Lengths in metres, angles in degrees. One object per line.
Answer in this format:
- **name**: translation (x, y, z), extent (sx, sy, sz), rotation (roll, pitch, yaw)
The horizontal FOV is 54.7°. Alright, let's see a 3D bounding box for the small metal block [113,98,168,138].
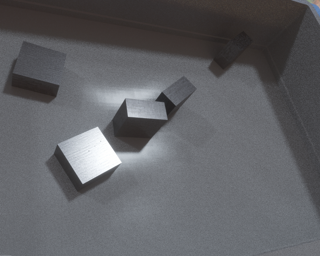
- **small metal block**: translation (-0.026, -0.010, 0.382), extent (0.050, 0.050, 0.025), rotation (4, 60, -26)

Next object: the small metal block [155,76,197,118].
- **small metal block**: translation (0.016, -0.037, 0.421), extent (0.025, 0.050, 0.050), rotation (46, 51, 4)

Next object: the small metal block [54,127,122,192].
- **small metal block**: translation (-0.080, 0.033, 0.342), extent (0.050, 0.025, 0.050), rotation (-27, 77, -37)

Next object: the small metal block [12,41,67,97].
- **small metal block**: translation (-0.144, -0.070, 0.371), extent (0.050, 0.025, 0.050), rotation (14, 56, -21)

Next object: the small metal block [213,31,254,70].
- **small metal block**: translation (0.128, -0.136, 0.541), extent (0.025, 0.050, 0.050), rotation (47, 51, 4)
